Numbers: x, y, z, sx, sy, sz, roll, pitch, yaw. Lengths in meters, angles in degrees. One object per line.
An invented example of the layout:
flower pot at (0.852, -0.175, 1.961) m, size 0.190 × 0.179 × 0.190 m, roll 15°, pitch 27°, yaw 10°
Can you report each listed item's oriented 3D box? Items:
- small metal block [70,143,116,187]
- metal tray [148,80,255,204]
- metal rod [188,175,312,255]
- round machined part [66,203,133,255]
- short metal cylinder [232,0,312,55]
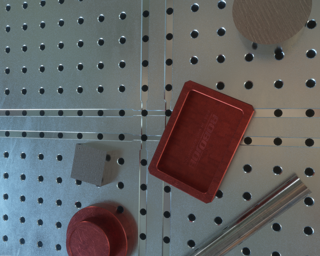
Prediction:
small metal block at (-0.096, 0.051, 0.445) m, size 0.050 × 0.025 × 0.050 m, roll 12°, pitch 94°, yaw 19°
metal tray at (0.051, 0.016, 0.391) m, size 0.090 × 0.030 × 0.129 m, roll 25°, pitch 98°, yaw 17°
metal rod at (0.058, 0.161, 0.391) m, size 0.299 × 0.025 × 0.025 m, roll -43°, pitch 77°, yaw 14°
round machined part at (-0.091, 0.159, 0.434) m, size 0.098 × 0.042 × 0.097 m, roll 0°, pitch 90°, yaw 19°
short metal cylinder at (0.127, -0.129, 0.355) m, size 0.080 × 0.050 × 0.079 m, roll 0°, pitch 90°, yaw 19°
